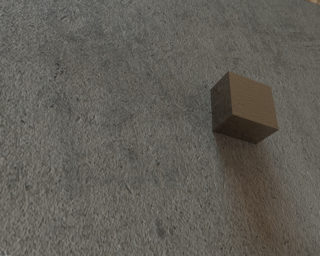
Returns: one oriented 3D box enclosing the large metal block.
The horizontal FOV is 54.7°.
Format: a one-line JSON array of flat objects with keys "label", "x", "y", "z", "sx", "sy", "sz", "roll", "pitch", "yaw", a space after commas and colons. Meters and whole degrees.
[{"label": "large metal block", "x": 0.127, "y": -0.030, "z": 0.474, "sx": 0.081, "sy": 0.050, "sz": 0.080, "roll": 16, "pitch": 55, "yaw": -19}]
